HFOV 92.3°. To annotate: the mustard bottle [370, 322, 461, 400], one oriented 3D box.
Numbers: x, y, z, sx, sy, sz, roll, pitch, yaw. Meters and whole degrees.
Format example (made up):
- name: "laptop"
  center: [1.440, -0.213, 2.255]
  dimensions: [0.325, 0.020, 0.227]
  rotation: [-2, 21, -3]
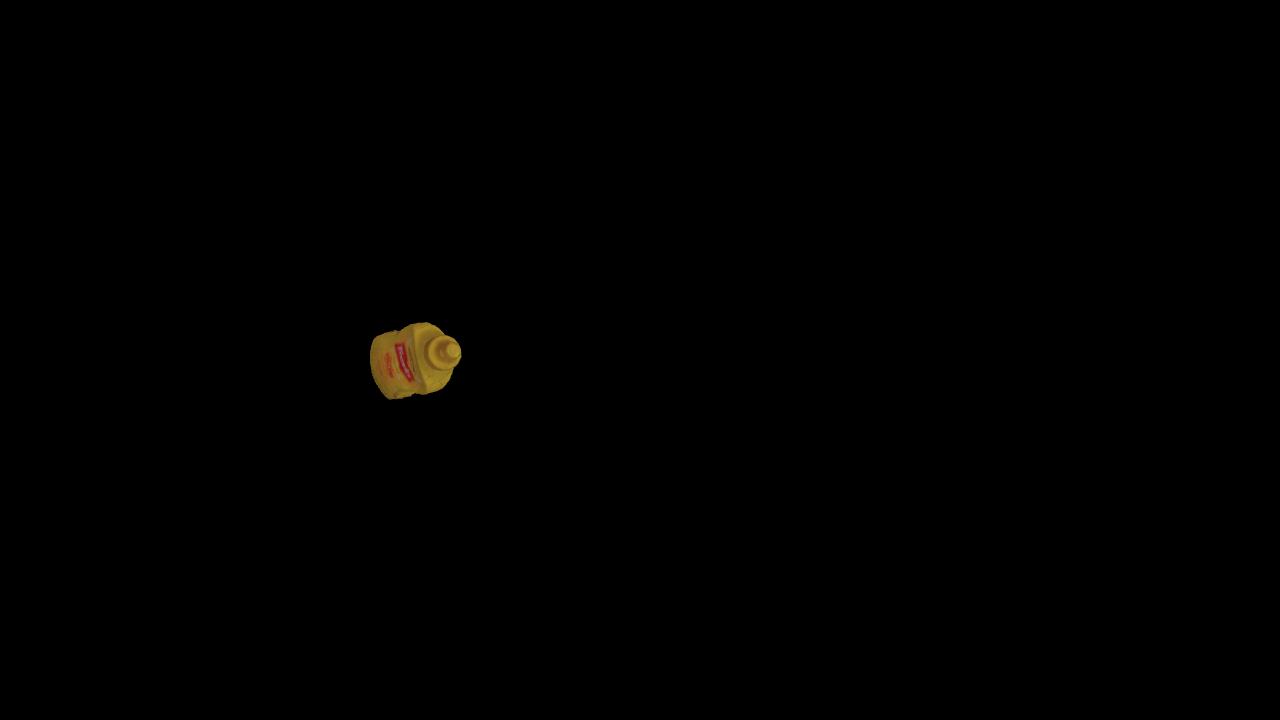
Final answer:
- name: "mustard bottle"
  center: [-0.278, -0.001, 0.776]
  dimensions: [0.184, 0.092, 0.054]
  rotation: [-9, -2, 45]
